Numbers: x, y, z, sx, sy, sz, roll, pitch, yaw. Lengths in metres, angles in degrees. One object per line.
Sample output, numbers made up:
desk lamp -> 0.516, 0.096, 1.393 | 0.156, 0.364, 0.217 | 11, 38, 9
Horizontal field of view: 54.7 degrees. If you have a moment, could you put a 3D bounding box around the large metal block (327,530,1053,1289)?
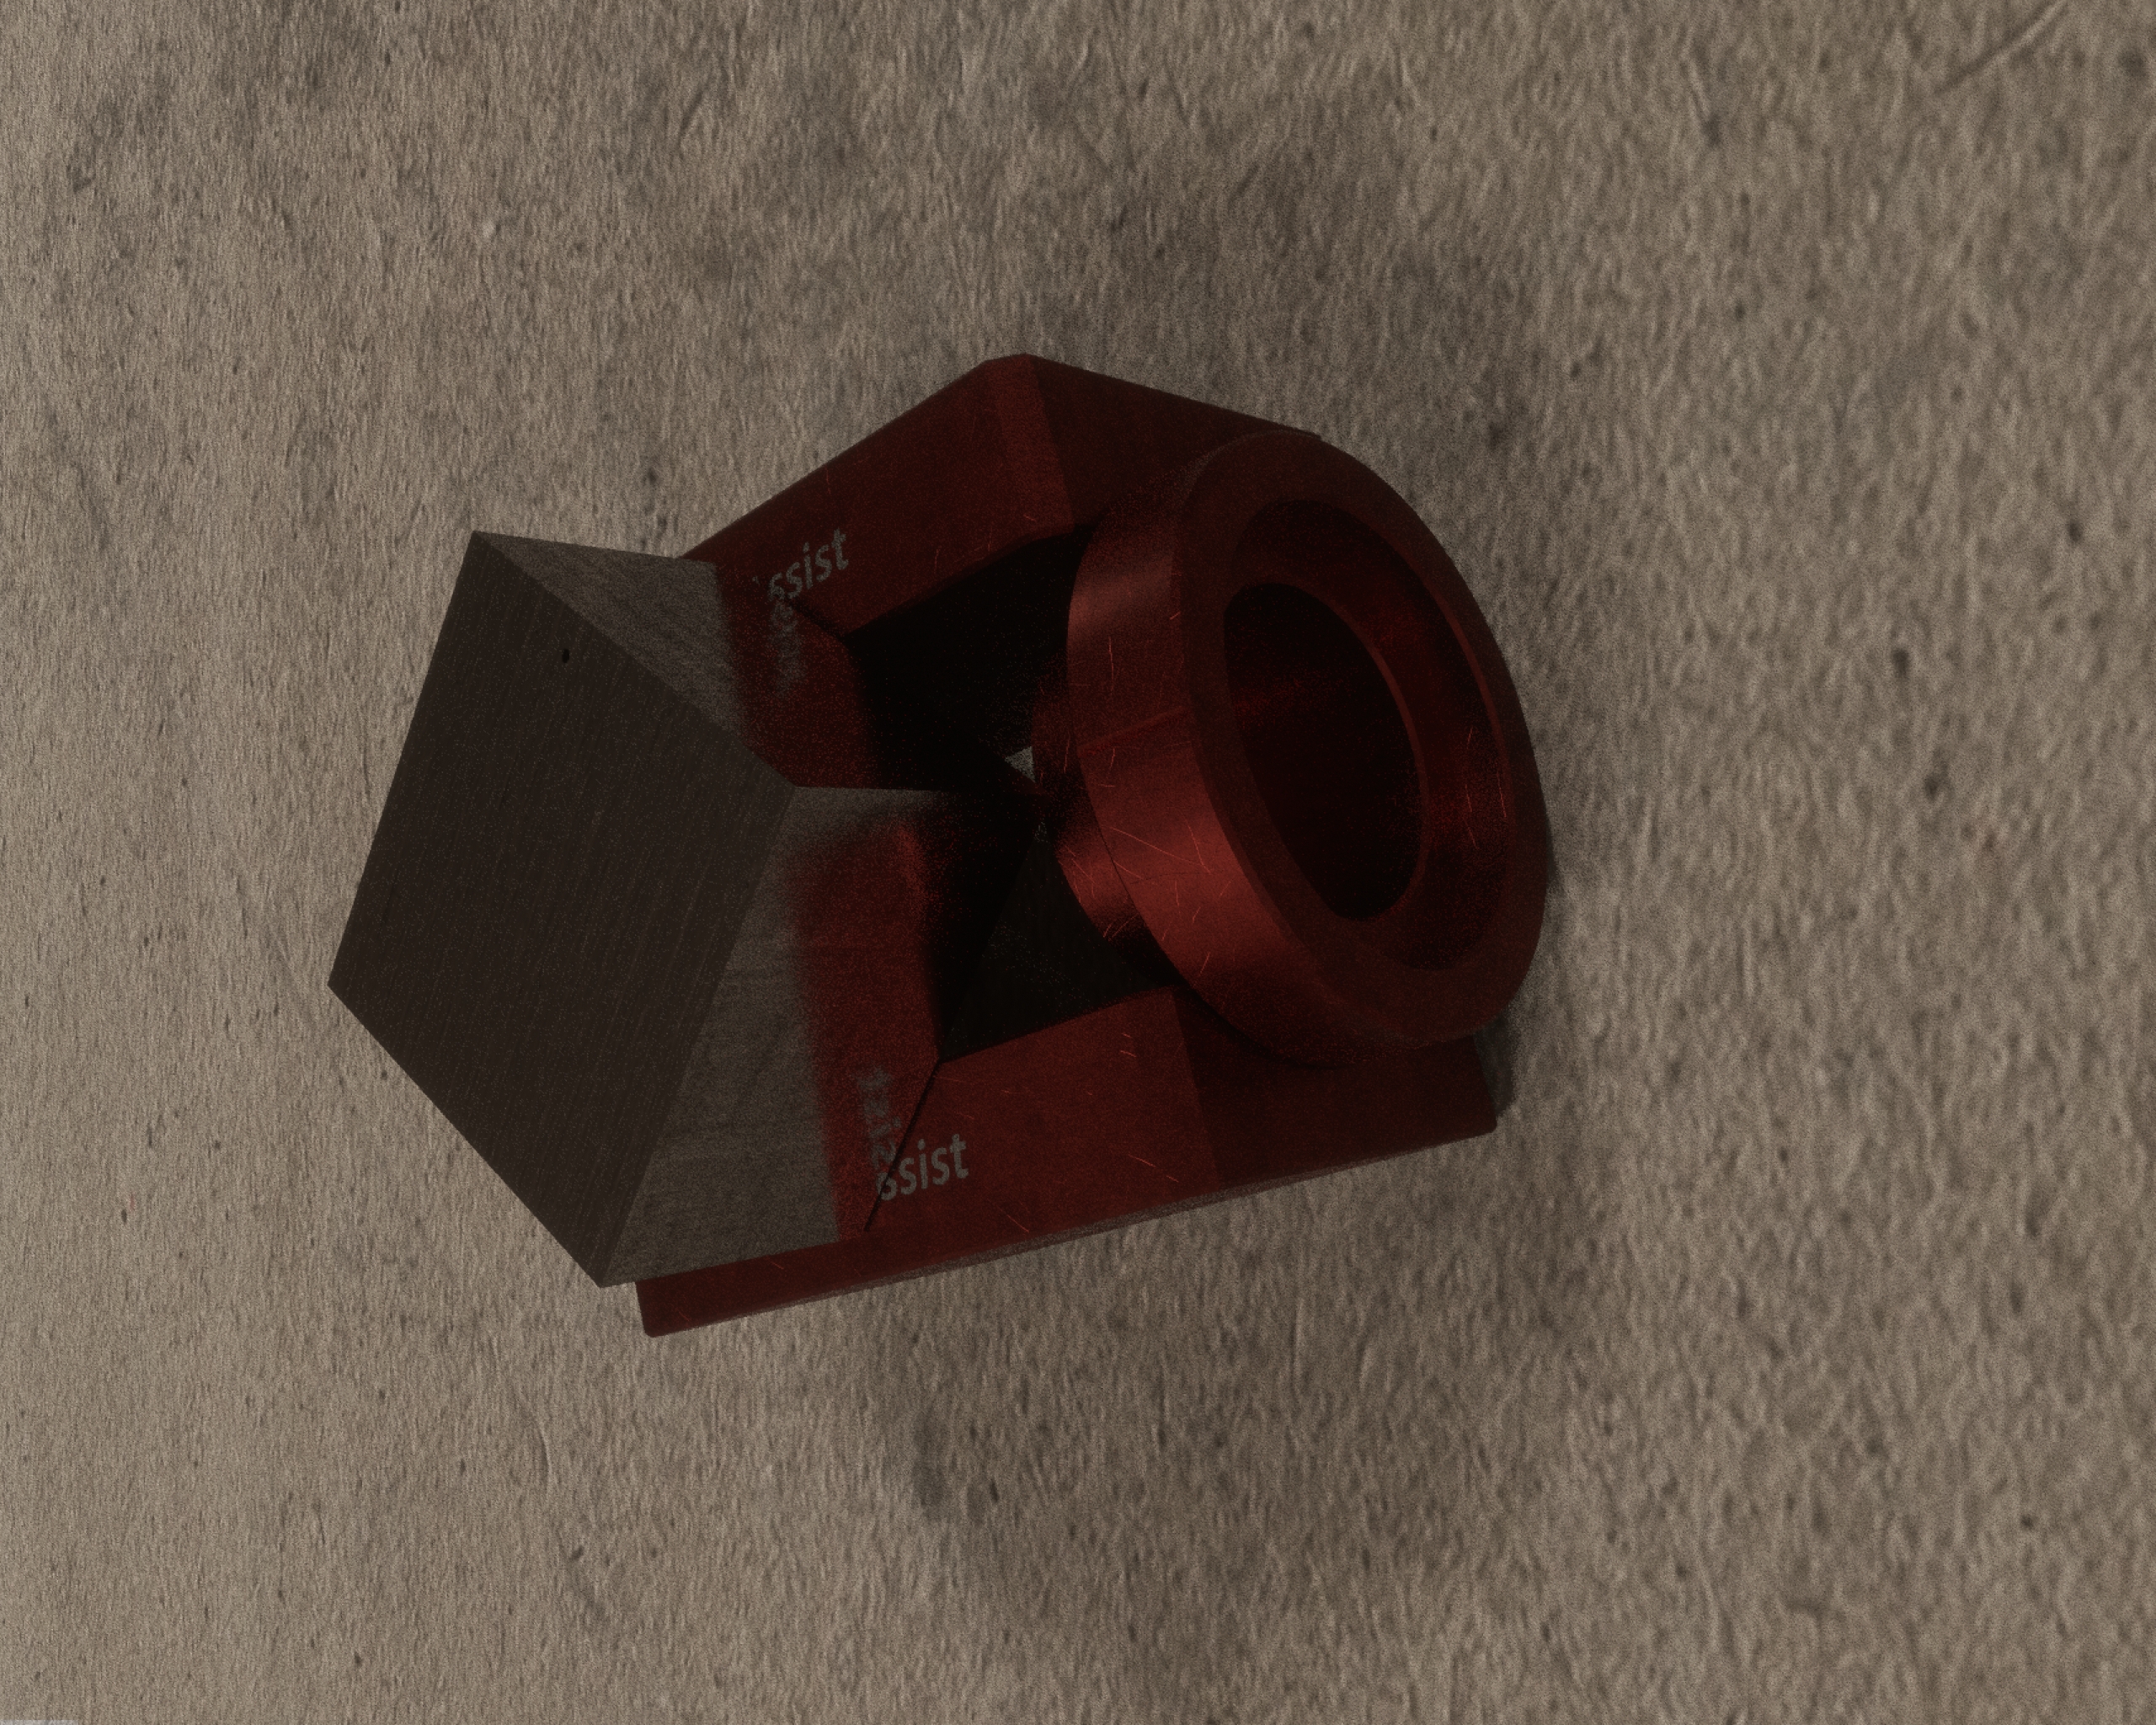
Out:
large metal block -> -0.062, 0.005, 0.319 | 0.080, 0.050, 0.079 | 36, 112, 33

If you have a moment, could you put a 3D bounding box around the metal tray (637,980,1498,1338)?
metal tray -> -0.006, 0.051, 0.365 | 0.130, 0.091, 0.030 | -22, 76, 37

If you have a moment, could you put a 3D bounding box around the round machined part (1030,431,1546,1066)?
round machined part -> 0.030, -0.015, 0.332 | 0.042, 0.099, 0.098 | -20, 78, 38

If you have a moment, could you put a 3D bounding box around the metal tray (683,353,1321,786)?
metal tray -> -0.026, -0.044, 0.385 | 0.130, 0.091, 0.030 | -23, 76, 37

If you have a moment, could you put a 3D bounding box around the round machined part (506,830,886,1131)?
round machined part -> -0.067, 0.023, 0.411 | 0.042, 0.099, 0.098 | -20, 78, 38
